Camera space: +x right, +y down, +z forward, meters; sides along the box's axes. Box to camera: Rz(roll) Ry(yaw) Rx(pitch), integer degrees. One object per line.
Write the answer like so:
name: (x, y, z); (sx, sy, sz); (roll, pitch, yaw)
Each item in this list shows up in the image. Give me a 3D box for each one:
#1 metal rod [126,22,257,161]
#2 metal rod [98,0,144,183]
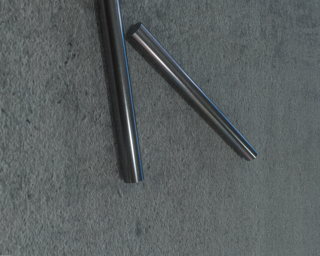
metal rod: (0.063, -0.037, 0.459); (0.300, 0.025, 0.025); (41, 65, -33)
metal rod: (-0.051, -0.083, 0.363); (0.025, 0.025, 0.298); (-13, 98, -40)
